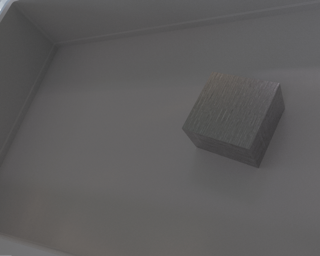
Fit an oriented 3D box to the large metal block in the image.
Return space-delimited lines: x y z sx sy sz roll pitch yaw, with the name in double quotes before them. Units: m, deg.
"large metal block" 0.085 -0.011 0.353 0.080 0.050 0.080 18 71 35
